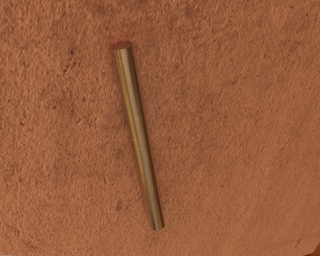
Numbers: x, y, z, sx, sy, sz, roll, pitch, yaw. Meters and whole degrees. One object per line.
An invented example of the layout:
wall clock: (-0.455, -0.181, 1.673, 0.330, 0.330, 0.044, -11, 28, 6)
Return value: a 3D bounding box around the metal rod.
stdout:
metal rod: (-0.022, 0.033, 0.414, 0.025, 0.025, 0.298, -20, 126, -16)
